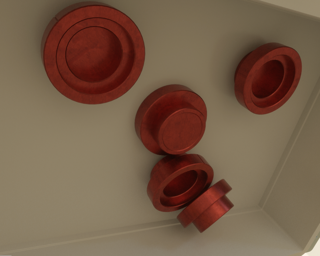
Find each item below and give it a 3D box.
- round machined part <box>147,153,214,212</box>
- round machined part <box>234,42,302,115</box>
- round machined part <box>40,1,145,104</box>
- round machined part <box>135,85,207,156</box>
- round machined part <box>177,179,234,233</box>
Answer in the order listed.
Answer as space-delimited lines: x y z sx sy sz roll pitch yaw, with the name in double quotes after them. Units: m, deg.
0.025 0.073 0.450 0.099 0.042 0.097 -19 136 -19 "round machined part"
0.144 -0.071 0.432 0.099 0.042 0.097 -14 124 -21 "round machined part"
-0.068 -0.077 0.313 0.099 0.042 0.097 -14 124 -21 "round machined part"
0.020 -0.004 0.406 0.099 0.042 0.097 -14 124 -21 "round machined part"
0.078 0.128 0.490 0.098 0.042 0.098 -35 161 -14 "round machined part"
